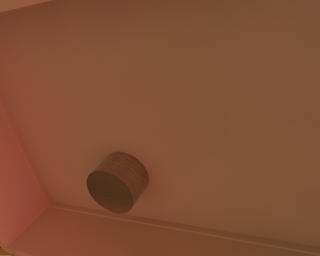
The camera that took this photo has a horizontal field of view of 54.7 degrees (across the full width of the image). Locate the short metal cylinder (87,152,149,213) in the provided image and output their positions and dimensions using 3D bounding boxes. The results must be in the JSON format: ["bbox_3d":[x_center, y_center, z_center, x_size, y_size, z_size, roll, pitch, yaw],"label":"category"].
[{"bbox_3d":[-0.064,0.084,0.476,0.080,0.050,0.079,13,124,20],"label":"short metal cylinder"}]
